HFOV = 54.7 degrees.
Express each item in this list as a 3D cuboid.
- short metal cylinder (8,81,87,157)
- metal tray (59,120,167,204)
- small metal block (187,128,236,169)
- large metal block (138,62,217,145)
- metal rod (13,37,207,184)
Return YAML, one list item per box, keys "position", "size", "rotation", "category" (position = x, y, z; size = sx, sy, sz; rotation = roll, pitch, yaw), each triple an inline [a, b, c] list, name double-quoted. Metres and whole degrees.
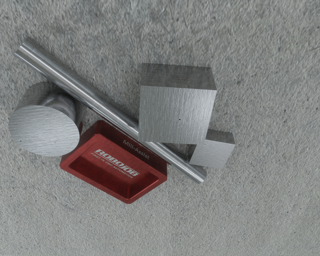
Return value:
- position: [-0.135, -0.011, 0.381]
  size: [0.081, 0.050, 0.079]
  rotation: [0, 130, 0]
  category: "short metal cylinder"
- position: [-0.064, 0.054, 0.451]
  size: [0.130, 0.030, 0.090]
  rotation: [36, 121, -27]
  category: "metal tray"
- position: [0.071, 0.028, 0.434]
  size: [0.050, 0.025, 0.050]
  rotation: [10, 130, -9]
  category: "small metal block"
- position: [0.017, -0.028, 0.369]
  size: [0.081, 0.050, 0.079]
  rotation: [3, 130, -3]
  category: "large metal block"
- position: [-0.044, -0.007, 0.401]
  size: [0.025, 0.025, 0.301]
  rotation: [-37, 122, 27]
  category: "metal rod"
